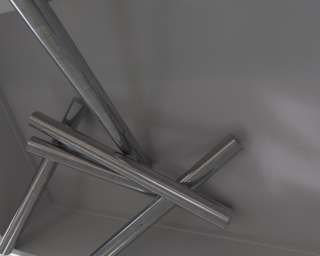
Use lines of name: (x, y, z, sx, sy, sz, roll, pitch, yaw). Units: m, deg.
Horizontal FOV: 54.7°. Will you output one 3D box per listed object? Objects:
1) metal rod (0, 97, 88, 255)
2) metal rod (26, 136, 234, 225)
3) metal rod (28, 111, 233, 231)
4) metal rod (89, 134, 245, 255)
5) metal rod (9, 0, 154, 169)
metal rod: (-0.189, 0.085, 0.488, 0.025, 0.025, 0.298, 33, 106, 6)
metal rod: (-0.043, 0.074, 0.439, 0.301, 0.025, 0.025, 20, 127, 2)
metal rod: (-0.052, 0.046, 0.399, 0.301, 0.025, 0.025, 24, 127, 20)
metal rod: (-0.012, 0.115, 0.411, 0.299, 0.025, 0.025, -43, 94, 15)
metal rod: (-0.065, -0.023, 0.347, 0.025, 0.025, 0.299, 7, 148, 25)
